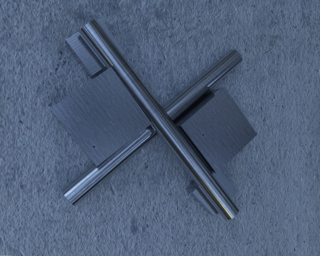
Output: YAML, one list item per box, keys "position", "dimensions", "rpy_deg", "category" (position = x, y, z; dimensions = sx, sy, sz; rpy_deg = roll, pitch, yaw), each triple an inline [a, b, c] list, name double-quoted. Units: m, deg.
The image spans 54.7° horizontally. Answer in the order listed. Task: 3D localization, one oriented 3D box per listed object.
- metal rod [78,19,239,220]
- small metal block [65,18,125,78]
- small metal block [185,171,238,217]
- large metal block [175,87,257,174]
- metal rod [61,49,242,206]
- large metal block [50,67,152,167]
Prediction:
- position: [0.007, -0.001, 0.386]
  dimensions: [0.025, 0.025, 0.300]
  rpy_deg: [-41, 103, -15]
  category: "metal rod"
- position: [-0.080, -0.097, 0.381]
  dimensions: [0.050, 0.025, 0.050]
  rpy_deg: [-39, 103, -16]
  category: "small metal block"
- position: [0.073, 0.087, 0.438]
  dimensions: [0.050, 0.025, 0.050]
  rpy_deg: [-45, 104, -15]
  category: "small metal block"
- position: [0.070, 0.003, 0.423]
  dimensions: [0.080, 0.050, 0.080]
  rpy_deg: [-41, 103, -15]
  category: "large metal block"
- position: [0.000, -0.010, 0.411]
  dimensions: [0.301, 0.025, 0.025]
  rpy_deg: [-41, 103, -16]
  category: "metal rod"
- position: [-0.071, -0.013, 0.369]
  dimensions: [0.080, 0.050, 0.080]
  rpy_deg: [-39, 103, -16]
  category: "large metal block"
